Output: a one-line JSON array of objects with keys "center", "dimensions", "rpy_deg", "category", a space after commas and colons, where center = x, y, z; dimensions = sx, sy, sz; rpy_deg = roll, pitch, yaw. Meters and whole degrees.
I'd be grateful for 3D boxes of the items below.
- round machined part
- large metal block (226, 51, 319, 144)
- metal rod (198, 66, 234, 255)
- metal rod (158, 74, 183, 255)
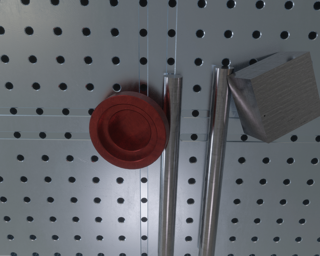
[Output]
[{"center": [-0.036, 0.000, 0.397], "dimensions": [0.098, 0.042, 0.097], "rpy_deg": [4, 111, 11], "category": "round machined part"}, {"center": [0.138, -0.039, 0.374], "dimensions": [0.080, 0.050, 0.080], "rpy_deg": [-26, 109, -11], "category": "large metal block"}, {"center": [0.076, 0.064, 0.437], "dimensions": [0.025, 0.025, 0.298], "rpy_deg": [1, 110, -1], "category": "metal rod"}, {"center": [0.013, 0.074, 0.440], "dimensions": [0.025, 0.025, 0.298], "rpy_deg": [1, 110, -1], "category": "metal rod"}]
